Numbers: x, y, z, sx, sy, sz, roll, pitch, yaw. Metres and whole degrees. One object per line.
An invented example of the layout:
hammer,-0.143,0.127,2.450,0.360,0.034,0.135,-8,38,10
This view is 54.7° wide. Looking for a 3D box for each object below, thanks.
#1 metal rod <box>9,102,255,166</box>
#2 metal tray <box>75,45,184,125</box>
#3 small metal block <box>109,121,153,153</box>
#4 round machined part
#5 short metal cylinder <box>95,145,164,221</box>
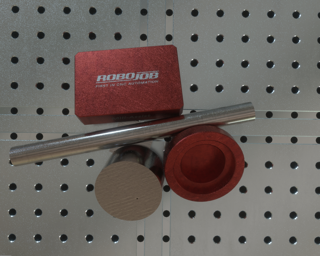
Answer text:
metal rod,-0.033,0.007,0.387,0.302,0.025,0.025,-11,90,-1
metal tray,-0.040,-0.056,0.396,0.131,0.030,0.090,-5,71,-1
small metal block,-0.036,0.015,0.421,0.050,0.025,0.050,18,90,-1
round machined part,0.053,0.041,0.394,0.099,0.042,0.097,-2,112,-4
short metal cylinder,-0.035,0.068,0.389,0.080,0.050,0.079,1,109,5
